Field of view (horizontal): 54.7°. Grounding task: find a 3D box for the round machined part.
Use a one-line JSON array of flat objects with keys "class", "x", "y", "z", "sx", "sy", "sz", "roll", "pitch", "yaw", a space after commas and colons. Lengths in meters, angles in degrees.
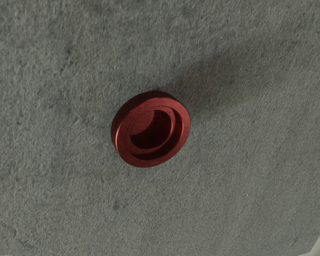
[{"class": "round machined part", "x": -0.015, "y": -0.002, "z": 0.388, "sx": 0.099, "sy": 0.042, "sz": 0.097, "roll": -14, "pitch": 125, "yaw": -21}]
